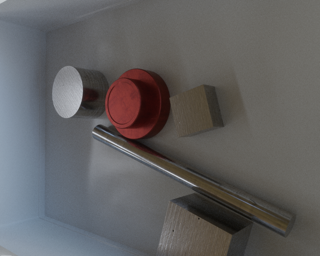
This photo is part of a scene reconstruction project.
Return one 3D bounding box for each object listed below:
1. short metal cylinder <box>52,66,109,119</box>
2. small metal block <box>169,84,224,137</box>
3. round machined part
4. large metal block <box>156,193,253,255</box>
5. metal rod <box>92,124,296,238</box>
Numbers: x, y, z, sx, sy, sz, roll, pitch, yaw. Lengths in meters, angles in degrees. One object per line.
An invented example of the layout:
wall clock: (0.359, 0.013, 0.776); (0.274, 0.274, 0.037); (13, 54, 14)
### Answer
short metal cylinder: (-0.126, -0.055, 0.492); (0.080, 0.050, 0.079); (0, 90, 39)
small metal block: (0.043, -0.019, 0.370); (0.050, 0.025, 0.050); (-19, 78, 38)
round machined part: (-0.037, -0.033, 0.424); (0.098, 0.042, 0.097); (0, 90, 39)
large metal block: (0.048, 0.131, 0.350); (0.080, 0.050, 0.079); (20, 103, 38)
metal rod: (0.016, 0.051, 0.391); (0.300, 0.025, 0.025); (22, 104, 37)
